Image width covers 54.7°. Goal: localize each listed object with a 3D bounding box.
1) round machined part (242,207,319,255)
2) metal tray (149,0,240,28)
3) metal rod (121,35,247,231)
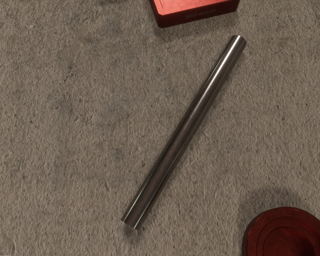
[{"bbox_3d":[0.141,0.141,0.349,0.099,0.042,0.098,0,70,-1],"label":"round machined part"},{"bbox_3d":[0.049,-0.214,0.484,0.131,0.030,0.090,-15,71,-6],"label":"metal tray"},{"bbox_3d":[0.040,-0.006,0.410,0.025,0.025,0.300,29,72,10],"label":"metal rod"}]
